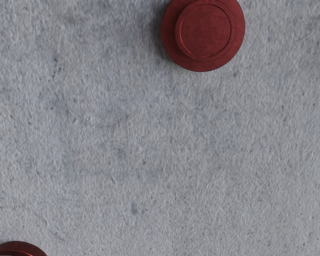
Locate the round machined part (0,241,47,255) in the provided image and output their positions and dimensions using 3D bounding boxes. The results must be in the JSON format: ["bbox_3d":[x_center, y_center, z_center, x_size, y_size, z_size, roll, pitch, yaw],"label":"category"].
[{"bbox_3d":[-0.226,0.230,0.482,0.099,0.042,0.097,0,110,-1],"label":"round machined part"}]

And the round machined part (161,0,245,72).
[{"bbox_3d":[0.050,-0.113,0.360,0.099,0.042,0.097,0,110,-1],"label":"round machined part"}]
